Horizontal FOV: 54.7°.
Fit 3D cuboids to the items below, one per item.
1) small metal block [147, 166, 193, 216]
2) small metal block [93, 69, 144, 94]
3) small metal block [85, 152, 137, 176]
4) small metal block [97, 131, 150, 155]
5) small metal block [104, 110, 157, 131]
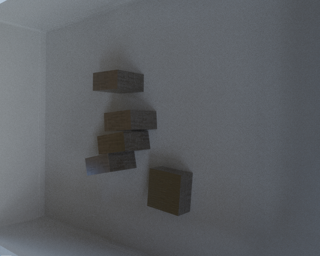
[{"bbox_3d":[0.012,0.079,0.395,0.050,0.025,0.050,7,94,39],"label":"small metal block"},{"bbox_3d":[-0.058,-0.064,0.436,0.050,0.050,0.025,2,91,39],"label":"small metal block"},{"bbox_3d":[-0.071,0.051,0.447,0.050,0.050,0.025,-15,81,39],"label":"small metal block"},{"bbox_3d":[-0.050,0.021,0.428,0.050,0.050,0.025,-10,83,37],"label":"small metal block"},{"bbox_3d":[-0.040,-0.009,0.421,0.050,0.050,0.025,-4,88,39],"label":"small metal block"}]
